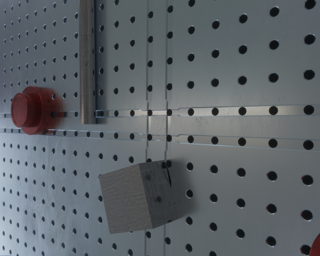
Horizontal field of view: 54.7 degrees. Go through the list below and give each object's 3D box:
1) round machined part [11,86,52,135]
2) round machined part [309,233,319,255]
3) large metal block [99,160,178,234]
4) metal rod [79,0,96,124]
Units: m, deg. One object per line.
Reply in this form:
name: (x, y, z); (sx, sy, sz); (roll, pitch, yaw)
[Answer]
round machined part: (-0.259, -0.035, 0.612); (0.098, 0.042, 0.097); (0, 90, 40)
round machined part: (0.179, 0.116, 0.251); (0.098, 0.042, 0.097); (0, 90, 40)
large metal block: (-0.031, 0.093, 0.419); (0.080, 0.050, 0.080); (-21, 77, 38)
metal rod: (-0.120, -0.155, 0.508); (0.025, 0.025, 0.298); (-2, 89, 40)
